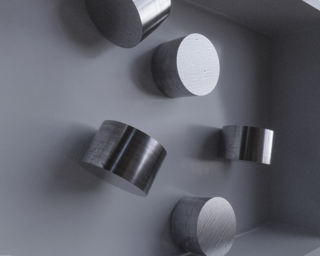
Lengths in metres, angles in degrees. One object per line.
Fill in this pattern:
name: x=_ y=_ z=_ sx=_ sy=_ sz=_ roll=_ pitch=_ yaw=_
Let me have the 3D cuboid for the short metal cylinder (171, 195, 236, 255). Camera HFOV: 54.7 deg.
short metal cylinder: x=0.062 y=0.137 z=0.436 sx=0.081 sy=0.050 sz=0.080 roll=7 pitch=79 yaw=-39

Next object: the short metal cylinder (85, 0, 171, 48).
short metal cylinder: x=-0.036 y=-0.136 z=0.340 sx=0.050 sy=0.080 sz=0.080 roll=-48 pitch=119 yaw=-29

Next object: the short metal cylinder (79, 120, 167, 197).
short metal cylinder: x=-0.039 y=0.034 z=0.338 sx=0.080 sy=0.080 sz=0.050 roll=41 pitch=65 yaw=-33

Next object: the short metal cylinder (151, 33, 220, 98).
short metal cylinder: x=0.035 y=-0.082 z=0.419 sx=0.081 sy=0.050 sz=0.080 roll=0 pitch=90 yaw=-40

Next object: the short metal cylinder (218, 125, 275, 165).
short metal cylinder: x=0.135 y=0.028 z=0.484 sx=0.081 sy=0.080 sz=0.050 roll=14 pitch=81 yaw=-39
